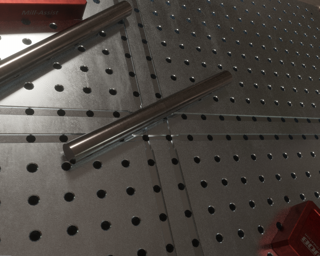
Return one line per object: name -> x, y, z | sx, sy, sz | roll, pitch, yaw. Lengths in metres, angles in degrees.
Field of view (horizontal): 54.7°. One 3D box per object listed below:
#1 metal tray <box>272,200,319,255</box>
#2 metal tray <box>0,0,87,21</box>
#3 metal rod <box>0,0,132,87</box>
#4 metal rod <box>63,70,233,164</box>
metal tray -> 0.223, 0.176, 0.419 | 0.130, 0.030, 0.091 | 49, 51, 6
metal tray -> -0.179, -0.193, 0.426 | 0.131, 0.030, 0.090 | -15, 70, -35
metal rod -> -0.135, -0.107, 0.401 | 0.025, 0.025, 0.301 | 43, 51, 1
metal rod -> 0.006, -0.028, 0.430 | 0.302, 0.025, 0.025 | -28, 78, -38
